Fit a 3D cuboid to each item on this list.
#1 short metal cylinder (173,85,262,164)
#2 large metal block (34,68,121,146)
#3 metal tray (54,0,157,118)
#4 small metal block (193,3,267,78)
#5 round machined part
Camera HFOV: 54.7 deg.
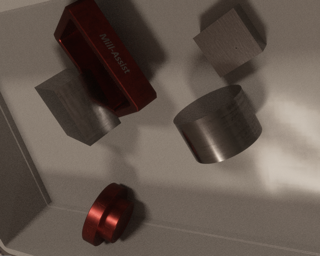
[{"bbox_3d":[0.062,-0.005,0.337,0.080,0.080,0.050,-20,108,35],"label":"short metal cylinder"},{"bbox_3d":[-0.107,-0.030,0.403,0.080,0.050,0.080,14,137,52],"label":"large metal block"},{"bbox_3d":[-0.067,-0.075,0.367,0.130,0.030,0.090,55,156,-12],"label":"metal tray"},{"bbox_3d":[0.071,-0.088,0.316,0.050,0.025,0.050,-30,102,37],"label":"small metal block"},{"bbox_3d":[-0.075,0.139,0.486,0.042,0.098,0.097,23,127,14],"label":"round machined part"}]
